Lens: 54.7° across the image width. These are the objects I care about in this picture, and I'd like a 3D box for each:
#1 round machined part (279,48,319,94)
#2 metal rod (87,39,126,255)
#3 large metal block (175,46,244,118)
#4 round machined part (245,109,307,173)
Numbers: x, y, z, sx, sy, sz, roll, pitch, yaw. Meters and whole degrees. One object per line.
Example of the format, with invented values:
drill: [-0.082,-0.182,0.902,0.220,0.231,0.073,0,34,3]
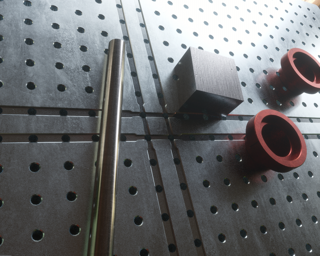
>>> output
round machined part: [0.276,-0.107,0.611,0.099,0.042,0.098,14,56,-21]
metal rod: [-0.060,0.009,0.370,0.025,0.025,0.299,13,56,-21]
large metal block: [0.073,-0.069,0.473,0.081,0.050,0.080,10,58,-23]
round machined part: [0.171,0.023,0.475,0.099,0.042,0.098,14,56,-21]
